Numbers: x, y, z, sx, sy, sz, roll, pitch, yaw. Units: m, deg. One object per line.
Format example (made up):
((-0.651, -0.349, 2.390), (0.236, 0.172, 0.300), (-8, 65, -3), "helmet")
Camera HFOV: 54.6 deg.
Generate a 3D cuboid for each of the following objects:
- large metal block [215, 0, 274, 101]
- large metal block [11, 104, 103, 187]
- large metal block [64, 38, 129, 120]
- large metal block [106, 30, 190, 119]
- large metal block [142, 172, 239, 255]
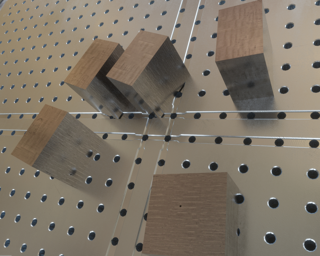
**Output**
((0.105, -0.090, 0.374), (0.050, 0.080, 0.080), (-6, 59, 26), "large metal block")
((-0.140, 0.026, 0.432), (0.050, 0.080, 0.080), (18, 71, 35), "large metal block")
((-0.079, -0.072, 0.460), (0.050, 0.080, 0.080), (22, 74, 36), "large metal block")
((-0.013, -0.072, 0.425), (0.050, 0.080, 0.080), (25, 75, 37), "large metal block")
((0.034, 0.093, 0.318), (0.080, 0.050, 0.080), (-6, 59, 25), "large metal block")
